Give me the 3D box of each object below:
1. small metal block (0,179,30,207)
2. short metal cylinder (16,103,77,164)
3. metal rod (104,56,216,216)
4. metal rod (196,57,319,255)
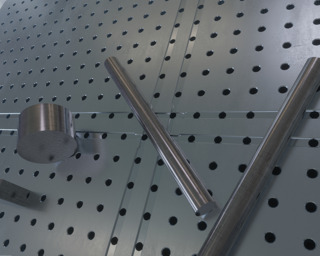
[{"bbox_3d":[-0.233,0.095,0.457,0.050,0.050,0.025,-1,61,27],"label":"small metal block"},{"bbox_3d":[-0.165,0.009,0.454,0.080,0.080,0.050,-26,53,12],"label":"short metal cylinder"},{"bbox_3d":[-0.016,-0.011,0.423,0.025,0.025,0.300,-37,51,4],"label":"metal rod"},{"bbox_3d":[0.102,0.049,0.325,0.025,0.025,0.300,24,74,36],"label":"metal rod"}]
